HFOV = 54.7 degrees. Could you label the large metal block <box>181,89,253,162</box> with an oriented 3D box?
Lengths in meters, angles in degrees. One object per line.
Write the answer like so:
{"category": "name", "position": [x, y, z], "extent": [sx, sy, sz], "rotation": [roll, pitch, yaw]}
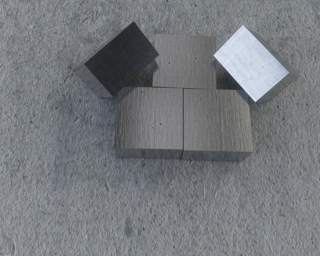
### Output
{"category": "large metal block", "position": [0.069, -0.002, 0.396], "extent": [0.081, 0.050, 0.080], "rotation": [1, 70, 0]}

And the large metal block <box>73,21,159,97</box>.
{"category": "large metal block", "position": [-0.060, -0.085, 0.403], "extent": [0.080, 0.080, 0.050], "rotation": [-45, 111, -15]}

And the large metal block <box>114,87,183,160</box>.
{"category": "large metal block", "position": [-0.013, -0.005, 0.397], "extent": [0.081, 0.050, 0.080], "rotation": [1, 70, 0]}

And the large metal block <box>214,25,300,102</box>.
{"category": "large metal block", "position": [0.128, -0.081, 0.405], "extent": [0.050, 0.080, 0.080], "rotation": [-45, 72, 27]}

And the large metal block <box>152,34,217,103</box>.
{"category": "large metal block", "position": [0.033, -0.079, 0.426], "extent": [0.081, 0.050, 0.080], "rotation": [3, 70, 0]}
